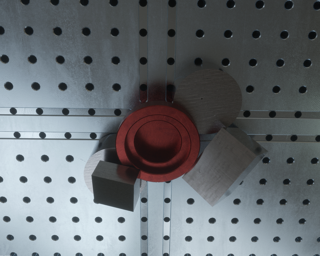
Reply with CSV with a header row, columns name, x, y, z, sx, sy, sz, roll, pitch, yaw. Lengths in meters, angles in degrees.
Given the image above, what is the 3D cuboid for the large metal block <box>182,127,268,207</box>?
name,x,y,z,sx,sy,sz,roll,pitch,yaw
large metal block,0.085,0.046,0.395,0.050,0.080,0.080,43,108,21

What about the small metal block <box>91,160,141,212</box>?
name,x,y,z,sx,sy,sz,roll,pitch,yaw
small metal block,-0.052,0.070,0.372,0.050,0.025,0.050,12,130,8

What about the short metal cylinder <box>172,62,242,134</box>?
name,x,y,z,sx,sy,sz,roll,pitch,yaw
short metal cylinder,0.056,-0.038,0.386,0.081,0.050,0.079,0,110,0

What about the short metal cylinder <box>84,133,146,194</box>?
name,x,y,z,sx,sy,sz,roll,pitch,yaw
short metal cylinder,-0.057,0.053,0.419,0.081,0.050,0.079,0,110,0

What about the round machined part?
name,x,y,z,sx,sy,sz,roll,pitch,yaw
round machined part,-0.002,0.013,0.378,0.099,0.042,0.097,0,110,0
